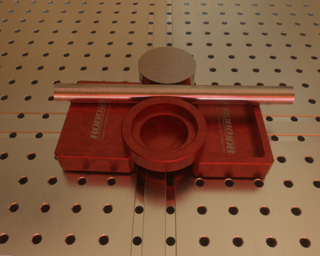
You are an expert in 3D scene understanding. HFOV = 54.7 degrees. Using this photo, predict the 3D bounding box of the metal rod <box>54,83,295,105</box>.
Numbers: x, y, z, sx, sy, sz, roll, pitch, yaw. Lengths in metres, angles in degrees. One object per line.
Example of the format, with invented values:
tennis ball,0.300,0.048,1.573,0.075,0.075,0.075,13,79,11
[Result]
metal rod,0.018,-0.044,0.400,0.302,0.025,0.025,1,50,0

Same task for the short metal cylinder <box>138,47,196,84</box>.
short metal cylinder,0.010,-0.073,0.447,0.081,0.050,0.080,0,50,0

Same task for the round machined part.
round machined part,0.005,0.011,0.370,0.099,0.042,0.098,0,50,0

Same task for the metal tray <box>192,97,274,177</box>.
metal tray,0.085,0.000,0.400,0.091,0.030,0.130,1,50,0

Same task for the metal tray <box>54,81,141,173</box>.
metal tray,-0.073,-0.007,0.403,0.091,0.030,0.130,2,50,2
